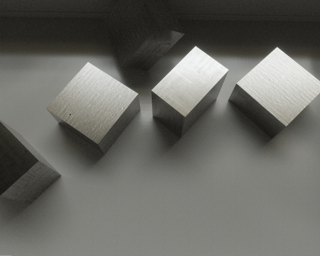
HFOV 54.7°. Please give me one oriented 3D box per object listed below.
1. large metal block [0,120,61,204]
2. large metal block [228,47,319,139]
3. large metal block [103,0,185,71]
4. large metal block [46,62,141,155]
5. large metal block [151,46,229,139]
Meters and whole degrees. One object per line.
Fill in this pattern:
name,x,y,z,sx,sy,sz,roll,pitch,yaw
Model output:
large metal block,-0.174,0.039,0.364,0.080,0.080,0.050,41,75,13
large metal block,0.154,-0.046,0.415,0.080,0.050,0.080,-41,76,-14
large metal block,-0.025,-0.137,0.423,0.050,0.080,0.080,-3,63,-46
large metal block,-0.083,-0.025,0.404,0.080,0.050,0.080,33,73,11
large metal block,0.035,-0.042,0.396,0.050,0.080,0.080,40,75,13
